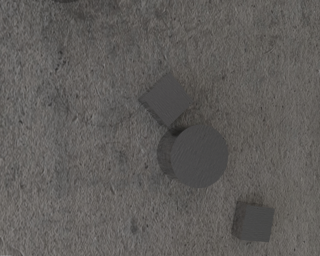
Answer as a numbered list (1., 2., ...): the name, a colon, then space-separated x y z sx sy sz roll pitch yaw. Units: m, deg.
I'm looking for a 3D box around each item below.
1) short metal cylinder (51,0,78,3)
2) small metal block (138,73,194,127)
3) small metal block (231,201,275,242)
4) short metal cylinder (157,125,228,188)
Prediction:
1. short metal cylinder: -0.113 -0.192 0.354 0.081 0.050 0.080 0 90 -20
2. small metal block: 0.008 -0.037 0.412 0.050 0.025 0.050 -45 104 -15
3. small metal block: 0.138 0.139 0.461 0.050 0.025 0.050 12 86 -20
4. short metal cylinder: 0.042 0.035 0.412 0.081 0.050 0.080 0 90 -20
